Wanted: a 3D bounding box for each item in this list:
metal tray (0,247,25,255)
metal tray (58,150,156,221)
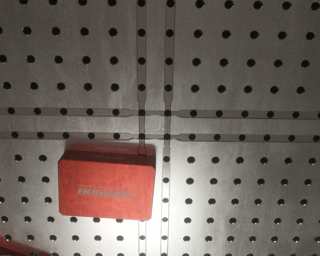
[{"bbox_3d":[-0.242,0.246,0.497,0.131,0.030,0.089,24,108,-9],"label":"metal tray"},{"bbox_3d":[-0.074,0.082,0.440,0.131,0.030,0.089,5,110,-2],"label":"metal tray"}]
